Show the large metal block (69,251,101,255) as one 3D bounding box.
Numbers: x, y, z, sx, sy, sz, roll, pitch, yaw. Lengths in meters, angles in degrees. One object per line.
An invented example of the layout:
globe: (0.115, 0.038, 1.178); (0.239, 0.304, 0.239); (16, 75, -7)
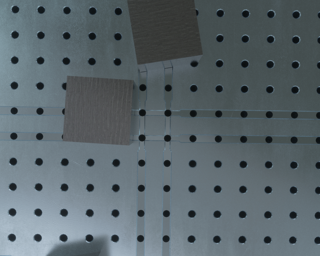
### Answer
large metal block: (-0.116, 0.215, 0.400); (0.081, 0.050, 0.080); (-8, 90, -1)

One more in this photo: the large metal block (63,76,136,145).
large metal block: (-0.075, -0.021, 0.400); (0.081, 0.050, 0.079); (4, 90, -1)

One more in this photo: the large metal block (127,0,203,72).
large metal block: (0.006, -0.122, 0.401); (0.081, 0.050, 0.080); (-9, 90, -1)
